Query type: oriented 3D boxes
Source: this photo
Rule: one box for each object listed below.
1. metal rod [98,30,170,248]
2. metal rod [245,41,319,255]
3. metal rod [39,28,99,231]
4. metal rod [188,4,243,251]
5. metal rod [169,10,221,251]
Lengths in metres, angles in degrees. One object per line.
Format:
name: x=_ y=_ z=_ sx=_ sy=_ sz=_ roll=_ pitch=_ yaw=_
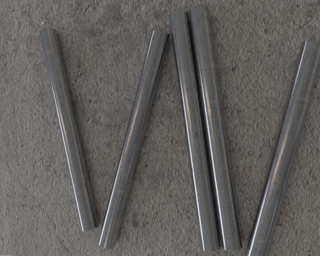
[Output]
metal rod: x=-0.037 y=0.019 z=0.421 sx=0.025 sy=0.025 sz=0.298 roll=17 pitch=95 yaw=19
metal rod: x=0.138 y=0.051 z=0.359 sx=0.025 sy=0.025 sz=0.298 roll=15 pitch=95 yaw=19
metal rod: x=-0.135 y=-0.001 z=0.456 sx=0.025 sy=0.025 sz=0.298 roll=-15 pitch=85 yaw=19
metal rod: x=0.068 y=-0.003 z=0.384 sx=0.025 sy=0.025 sz=0.298 roll=-9 pitch=87 yaw=20
metal rod: x=0.044 y=0.001 z=0.393 sx=0.025 sy=0.025 sz=0.298 roll=-9 pitch=87 yaw=20
